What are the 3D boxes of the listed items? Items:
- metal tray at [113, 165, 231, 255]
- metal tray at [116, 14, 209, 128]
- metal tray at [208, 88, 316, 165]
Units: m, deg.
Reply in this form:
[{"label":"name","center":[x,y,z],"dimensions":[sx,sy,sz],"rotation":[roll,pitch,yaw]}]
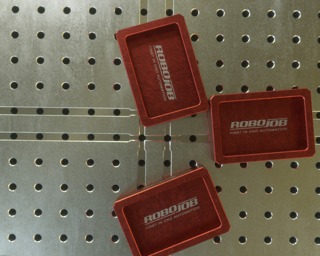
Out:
[{"label":"metal tray","center":[0.015,0.114,0.411],"dimensions":[0.131,0.030,0.090],"rotation":[-22,90,-1]},{"label":"metal tray","center":[0.003,-0.074,0.410],"dimensions":[0.091,0.030,0.129],"rotation":[-16,90,-1]},{"label":"metal tray","center":[0.133,-0.002,0.412],"dimensions":[0.131,0.030,0.089],"rotation":[-4,90,-1]}]
